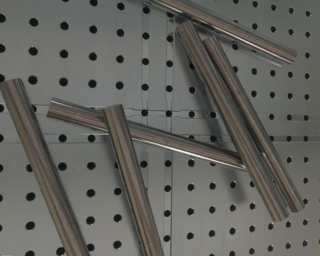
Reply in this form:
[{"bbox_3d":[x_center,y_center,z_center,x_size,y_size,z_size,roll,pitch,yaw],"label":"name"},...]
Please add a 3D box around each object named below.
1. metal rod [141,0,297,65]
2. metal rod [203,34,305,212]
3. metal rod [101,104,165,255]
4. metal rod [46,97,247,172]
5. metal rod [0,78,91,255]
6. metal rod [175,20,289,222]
[{"bbox_3d":[0.070,-0.152,0.437,0.302,0.025,0.025,17,85,-19],"label":"metal rod"},{"bbox_3d":[0.142,0.000,0.464,0.025,0.025,0.299,-34,101,-17],"label":"metal rod"},{"bbox_3d":[-0.019,0.117,0.390,0.025,0.025,0.298,-18,102,-19],"label":"metal rod"},{"bbox_3d":[0.006,0.016,0.414,0.302,0.025,0.025,17,85,-19],"label":"metal rod"},{"bbox_3d":[-0.121,0.088,0.367,0.025,0.025,0.299,-21,97,-19],"label":"metal rod"},{"bbox_3d":[0.101,-0.008,0.430,0.025,0.025,0.299,-28,92,-18],"label":"metal rod"}]
